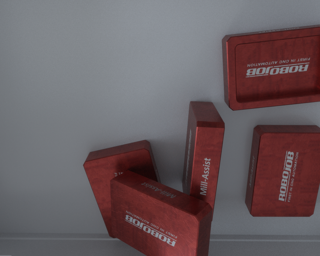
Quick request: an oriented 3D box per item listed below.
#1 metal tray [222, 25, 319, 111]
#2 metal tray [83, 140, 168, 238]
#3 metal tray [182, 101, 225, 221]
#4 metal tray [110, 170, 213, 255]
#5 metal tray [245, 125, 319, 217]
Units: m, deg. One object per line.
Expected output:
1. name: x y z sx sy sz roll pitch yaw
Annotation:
1. metal tray: 0.146 -0.074 0.382 0.131 0.030 0.089 -6 110 2
2. metal tray: -0.044 0.089 0.441 0.090 0.030 0.129 -13 110 4
3. metal tray: 0.051 0.040 0.391 0.030 0.090 0.129 3 110 -1
4. metal tray: -0.004 0.115 0.379 0.130 0.030 0.089 16 115 34
5. metal tray: 0.174 0.061 0.433 0.091 0.030 0.129 0 110 -1
